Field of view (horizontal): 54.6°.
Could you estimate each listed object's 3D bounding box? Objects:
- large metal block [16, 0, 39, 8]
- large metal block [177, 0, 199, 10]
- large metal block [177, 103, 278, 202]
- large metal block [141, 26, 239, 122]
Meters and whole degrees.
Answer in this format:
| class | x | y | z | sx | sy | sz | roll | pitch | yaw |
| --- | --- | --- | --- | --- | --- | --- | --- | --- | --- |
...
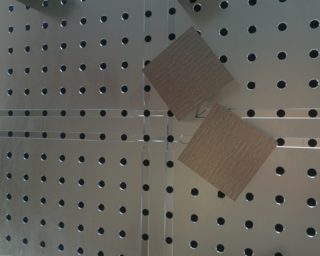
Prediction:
| class | x | y | z | sx | sy | sz | roll | pitch | yaw |
| --- | --- | --- | --- | --- | --- | --- | --- | --- | --- |
| large metal block | -0.226 | -0.240 | 0.464 | 0.050 | 0.080 | 0.080 | -42 | 77 | 15 |
| large metal block | 0.023 | -0.204 | 0.375 | 0.050 | 0.080 | 0.080 | -28 | 81 | 18 |
| large metal block | 0.082 | 0.026 | 0.371 | 0.080 | 0.050 | 0.080 | 36 | 102 | 16 |
| large metal block | 0.038 | -0.063 | 0.386 | 0.080 | 0.050 | 0.080 | -38 | 78 | 16 |
